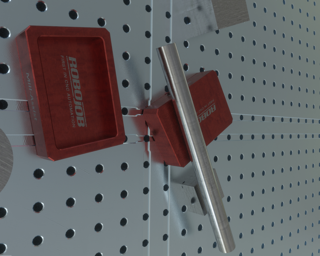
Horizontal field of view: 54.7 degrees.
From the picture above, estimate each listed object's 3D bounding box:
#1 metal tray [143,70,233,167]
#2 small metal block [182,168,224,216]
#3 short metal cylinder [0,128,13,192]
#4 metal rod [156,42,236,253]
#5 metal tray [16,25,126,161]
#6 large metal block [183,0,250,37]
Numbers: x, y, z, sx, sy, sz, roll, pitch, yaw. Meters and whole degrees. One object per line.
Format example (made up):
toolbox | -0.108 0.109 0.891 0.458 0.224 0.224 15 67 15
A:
metal tray | 0.045 -0.016 0.444 0.131 0.030 0.090 -37 113 -34
small metal block | 0.065 0.094 0.464 0.050 0.025 0.050 -33 110 -35
short metal cylinder | -0.169 0.026 0.251 0.081 0.050 0.080 0 90 -40
metal rod | 0.052 0.037 0.412 0.025 0.025 0.298 -30 109 -36
metal tray | -0.090 -0.038 0.329 0.091 0.030 0.129 -13 99 -39
large metal block | 0.082 -0.188 0.461 0.081 0.050 0.080 -27 107 -37
